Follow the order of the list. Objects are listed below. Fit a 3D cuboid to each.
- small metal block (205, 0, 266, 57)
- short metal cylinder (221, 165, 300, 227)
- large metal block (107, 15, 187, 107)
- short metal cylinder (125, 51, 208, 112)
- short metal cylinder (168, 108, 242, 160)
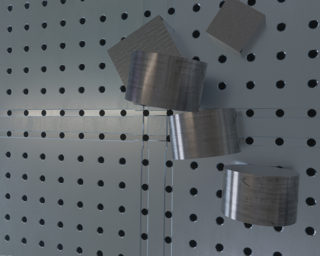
[{"bbox_3d":[0.093,-0.124,0.380,0.050,0.025,0.050,37,102,16],"label":"small metal block"},{"bbox_3d":[0.110,0.071,0.345,0.080,0.080,0.050,4,91,20],"label":"short metal cylinder"},{"bbox_3d":[-0.008,-0.083,0.402,0.080,0.050,0.080,-29,81,17],"label":"large metal block"},{"bbox_3d":[0.006,-0.050,0.329,0.080,0.080,0.050,13,101,19],"label":"short metal cylinder"},{"bbox_3d":[0.052,0.007,0.365,0.080,0.080,0.050,-8,88,20],"label":"short metal cylinder"}]
